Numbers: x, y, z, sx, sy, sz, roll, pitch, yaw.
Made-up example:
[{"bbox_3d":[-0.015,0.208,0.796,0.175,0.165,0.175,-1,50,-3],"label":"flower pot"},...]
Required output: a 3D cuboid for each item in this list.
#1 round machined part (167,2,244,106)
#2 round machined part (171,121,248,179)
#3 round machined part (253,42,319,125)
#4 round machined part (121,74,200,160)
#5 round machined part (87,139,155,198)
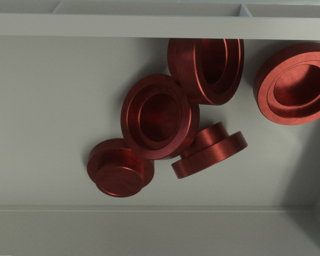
[{"bbox_3d":[0.044,-0.072,0.312,0.042,0.098,0.098,7,140,39],"label":"round machined part"},{"bbox_3d":[0.058,0.025,0.397,0.098,0.098,0.042,-28,83,22],"label":"round machined part"},{"bbox_3d":[0.156,-0.053,0.355,0.099,0.042,0.097,-1,130,0],"label":"round machined part"},{"bbox_3d":[0.004,-0.012,0.364,0.098,0.098,0.042,-37,156,27],"label":"round machined part"},{"bbox_3d":[-0.057,0.065,0.452,0.099,0.042,0.097,-1,130,0],"label":"round machined part"}]
